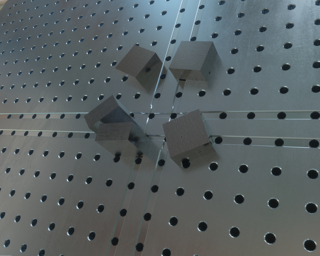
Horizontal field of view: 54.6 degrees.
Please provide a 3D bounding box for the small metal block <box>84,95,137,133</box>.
[{"bbox_3d":[-0.069,-0.011,0.436,0.050,0.050,0.025,-37,51,4],"label":"small metal block"}]

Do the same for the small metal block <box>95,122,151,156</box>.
[{"bbox_3d":[-0.048,0.016,0.409,0.050,0.050,0.025,-3,61,27],"label":"small metal block"}]

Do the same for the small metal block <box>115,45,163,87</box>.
[{"bbox_3d":[-0.033,-0.098,0.487,0.050,0.025,0.050,30,78,37],"label":"small metal block"}]

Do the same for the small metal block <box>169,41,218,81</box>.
[{"bbox_3d":[0.048,-0.096,0.443,0.050,0.025,0.050,11,67,33],"label":"small metal block"}]

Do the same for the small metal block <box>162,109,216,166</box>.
[{"bbox_3d":[0.035,0.012,0.384,0.050,0.025,0.050,-23,53,14],"label":"small metal block"}]
